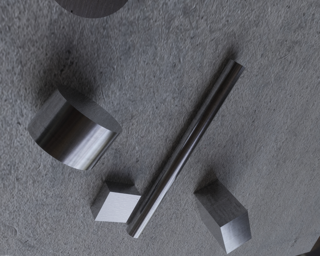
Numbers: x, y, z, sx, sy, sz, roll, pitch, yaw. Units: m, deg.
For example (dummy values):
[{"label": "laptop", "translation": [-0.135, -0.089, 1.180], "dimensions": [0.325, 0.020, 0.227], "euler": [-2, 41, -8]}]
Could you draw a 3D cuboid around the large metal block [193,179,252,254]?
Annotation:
[{"label": "large metal block", "translation": [0.106, 0.149, 0.524], "dimensions": [0.050, 0.080, 0.080], "euler": [-28, 128, -11]}]

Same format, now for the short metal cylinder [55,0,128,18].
[{"label": "short metal cylinder", "translation": [-0.065, -0.141, 0.268], "dimensions": [0.081, 0.050, 0.079], "euler": [-14, 125, -21]}]

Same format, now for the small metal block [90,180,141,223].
[{"label": "small metal block", "translation": [-0.063, 0.105, 0.439], "dimensions": [0.050, 0.025, 0.050], "euler": [17, 109, -35]}]

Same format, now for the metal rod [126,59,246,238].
[{"label": "metal rod", "translation": [0.031, 0.039, 0.449], "dimensions": [0.025, 0.025, 0.298], "euler": [19, 108, -36]}]

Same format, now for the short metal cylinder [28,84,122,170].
[{"label": "short metal cylinder", "translation": [-0.087, -0.001, 0.324], "dimensions": [0.080, 0.080, 0.050], "euler": [33, 100, -39]}]
